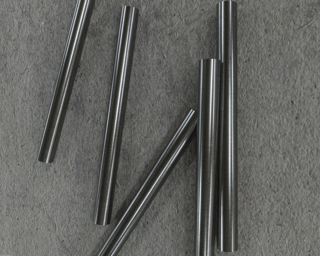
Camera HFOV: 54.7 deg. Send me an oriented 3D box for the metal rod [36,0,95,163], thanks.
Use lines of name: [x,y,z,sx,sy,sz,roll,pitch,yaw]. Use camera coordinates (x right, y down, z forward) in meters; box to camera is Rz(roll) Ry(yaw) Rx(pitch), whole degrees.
metal rod: [-0.133,-0.094,0.455,0.025,0.025,0.298,18,96,19]

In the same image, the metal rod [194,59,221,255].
metal rod: [0.056,0.069,0.376,0.025,0.025,0.298,3,95,20]

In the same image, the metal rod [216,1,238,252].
metal rod: [0.082,-0.002,0.379,0.025,0.025,0.298,0,90,20]

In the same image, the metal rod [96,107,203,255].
metal rod: [-0.029,0.105,0.419,0.025,0.025,0.299,35,101,16]

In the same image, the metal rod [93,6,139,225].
metal rod: [-0.062,-0.015,0.430,0.025,0.025,0.298,9,93,20]
